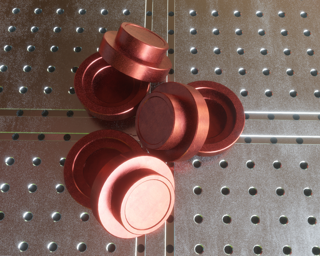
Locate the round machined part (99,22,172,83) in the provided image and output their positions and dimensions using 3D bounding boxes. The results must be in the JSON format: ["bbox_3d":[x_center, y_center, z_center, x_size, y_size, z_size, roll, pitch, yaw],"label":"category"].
[{"bbox_3d":[-0.027,-0.105,0.412,0.098,0.042,0.098,22,30,-13],"label":"round machined part"}]

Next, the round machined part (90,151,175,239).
[{"bbox_3d":[-0.023,0.077,0.344,0.099,0.042,0.097,-9,106,-32],"label":"round machined part"}]

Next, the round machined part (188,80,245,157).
[{"bbox_3d":[0.057,-0.010,0.406,0.099,0.042,0.098,0,70,0],"label":"round machined part"}]

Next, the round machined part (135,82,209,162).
[{"bbox_3d":[0.007,-0.008,0.373,0.042,0.098,0.098,5,63,-44],"label":"round machined part"}]

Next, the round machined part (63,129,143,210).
[{"bbox_3d":[-0.064,0.054,0.382,0.099,0.042,0.098,0,70,0],"label":"round machined part"}]

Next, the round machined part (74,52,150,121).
[{"bbox_3d":[-0.062,-0.055,0.421,0.099,0.042,0.098,0,70,0],"label":"round machined part"}]
